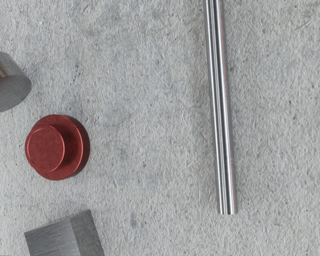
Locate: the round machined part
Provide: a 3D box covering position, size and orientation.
[{"bbox_3d":[-0.156,0.029,0.453,0.098,0.042,0.097,0,90,19],"label":"round machined part"}]

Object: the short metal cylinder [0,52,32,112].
[{"bbox_3d":[-0.244,-0.067,0.464,0.080,0.080,0.050,-45,76,14],"label":"short metal cylinder"}]

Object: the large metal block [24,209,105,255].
[{"bbox_3d":[-0.134,0.171,0.441,0.080,0.050,0.080,-22,83,18],"label":"large metal block"}]

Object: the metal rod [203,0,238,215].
[{"bbox_3d":[0.073,-0.046,0.382,0.025,0.025,0.298,-4,89,19],"label":"metal rod"}]
